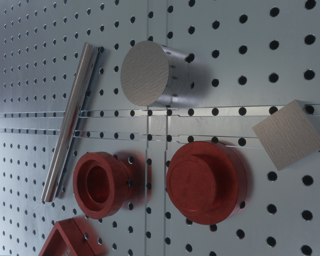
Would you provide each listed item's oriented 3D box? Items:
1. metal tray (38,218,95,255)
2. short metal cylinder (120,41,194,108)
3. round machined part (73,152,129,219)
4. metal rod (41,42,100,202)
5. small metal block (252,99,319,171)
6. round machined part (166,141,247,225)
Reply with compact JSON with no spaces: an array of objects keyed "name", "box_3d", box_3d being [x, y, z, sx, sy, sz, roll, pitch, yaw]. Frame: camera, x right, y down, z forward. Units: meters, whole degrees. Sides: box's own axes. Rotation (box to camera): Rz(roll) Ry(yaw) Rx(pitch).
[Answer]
[{"name":"metal tray","box_3d":[-0.173,0.237,0.549,0.090,0.030,0.129,46,117,30]},{"name":"short metal cylinder","box_3d":[-0.005,-0.066,0.397,0.080,0.050,0.080,0,90,40]},{"name":"round machined part","box_3d":[-0.085,0.084,0.469,0.098,0.042,0.097,0,90,40]},{"name":"metal rod","box_3d":[-0.160,-0.001,0.541,0.025,0.025,0.298,33,110,35]},{"name":"small metal block","box_3d":[0.128,0.007,0.304,0.050,0.025,0.050,-40,66,33]},{"name":"round machined part","box_3d":[0.046,0.064,0.360,0.098,0.042,0.097,0,90,40]}]
